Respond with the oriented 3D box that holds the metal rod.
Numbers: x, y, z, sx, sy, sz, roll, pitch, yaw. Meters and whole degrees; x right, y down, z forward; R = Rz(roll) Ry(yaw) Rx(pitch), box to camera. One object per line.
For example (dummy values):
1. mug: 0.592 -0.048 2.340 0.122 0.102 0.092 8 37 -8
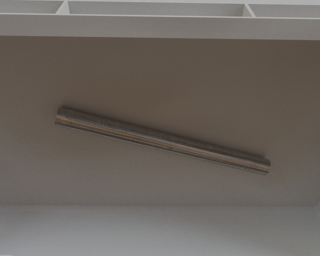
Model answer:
1. metal rod: 0.013 0.021 0.425 0.302 0.025 0.025 14 129 -12
